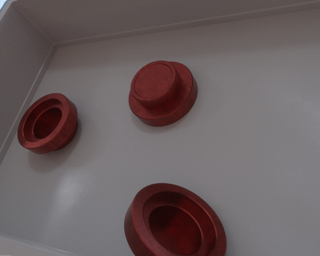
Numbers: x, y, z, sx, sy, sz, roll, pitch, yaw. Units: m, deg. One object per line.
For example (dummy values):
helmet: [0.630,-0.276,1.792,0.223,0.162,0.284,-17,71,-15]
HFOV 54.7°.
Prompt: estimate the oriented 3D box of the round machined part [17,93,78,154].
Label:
round machined part: [-0.169,-0.003,0.486,0.098,0.042,0.098,-13,56,21]

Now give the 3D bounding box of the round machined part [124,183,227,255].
round machined part: [0.011,0.104,0.302,0.098,0.099,0.042,55,130,39]

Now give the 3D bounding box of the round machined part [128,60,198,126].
round machined part: [-0.001,-0.054,0.429,0.098,0.042,0.098,-13,56,21]
